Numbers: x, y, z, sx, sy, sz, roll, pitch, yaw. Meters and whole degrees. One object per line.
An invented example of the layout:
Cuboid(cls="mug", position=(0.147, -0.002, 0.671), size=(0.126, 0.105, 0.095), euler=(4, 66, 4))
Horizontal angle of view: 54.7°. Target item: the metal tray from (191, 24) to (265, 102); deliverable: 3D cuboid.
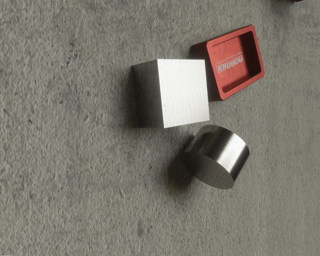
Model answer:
Cuboid(cls="metal tray", position=(0.113, -0.106, 0.495), size=(0.131, 0.030, 0.090), euler=(-30, 109, -36))

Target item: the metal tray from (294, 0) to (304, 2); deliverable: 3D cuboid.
Cuboid(cls="metal tray", position=(0.309, -0.305, 0.595), size=(0.090, 0.130, 0.030), euler=(43, 64, -32))

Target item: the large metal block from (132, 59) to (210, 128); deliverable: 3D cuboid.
Cuboid(cls="large metal block", position=(0.015, -0.045, 0.401), size=(0.081, 0.050, 0.079), euler=(-10, 96, -40))

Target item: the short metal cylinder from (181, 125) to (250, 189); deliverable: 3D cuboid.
Cuboid(cls="short metal cylinder", position=(0.077, 0.041, 0.434), size=(0.080, 0.080, 0.050), euler=(52, 60, -28))
